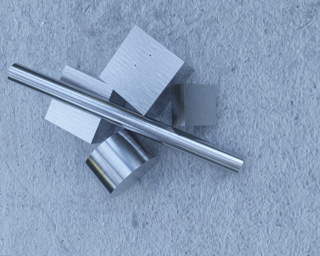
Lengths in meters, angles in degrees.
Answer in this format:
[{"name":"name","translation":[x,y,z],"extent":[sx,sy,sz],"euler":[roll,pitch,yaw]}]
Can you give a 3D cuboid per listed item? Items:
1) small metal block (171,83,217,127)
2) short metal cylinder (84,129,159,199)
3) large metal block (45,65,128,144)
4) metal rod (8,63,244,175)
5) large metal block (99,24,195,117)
[{"name":"small metal block","translation":[0.042,-0.027,0.380],"extent":[0.025,0.050,0.050],"euler":[-2,89,56]},{"name":"short metal cylinder","translation":[-0.048,0.045,0.397],"extent":[0.080,0.080,0.050],"euler":[-46,76,14]},{"name":"large metal block","translation":[-0.100,-0.032,0.432],"extent":[0.080,0.050,0.080],"euler":[26,99,18]},{"name":"metal rod","translation":[-0.043,-0.012,0.381],"extent":[0.301,0.025,0.025],"euler":[22,98,2]},{"name":"large metal block","translation":[-0.016,-0.071,0.400],"extent":[0.080,0.050,0.080],"euler":[41,103,15]}]
